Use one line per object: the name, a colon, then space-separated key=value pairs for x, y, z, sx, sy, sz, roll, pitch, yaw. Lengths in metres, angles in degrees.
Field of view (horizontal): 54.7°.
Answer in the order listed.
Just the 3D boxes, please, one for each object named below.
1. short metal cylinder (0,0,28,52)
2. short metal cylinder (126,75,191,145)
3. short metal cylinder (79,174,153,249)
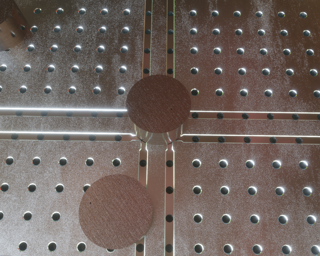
short metal cylinder: x=-0.246 y=-0.160 z=0.455 sx=0.081 sy=0.050 sz=0.080 roll=0 pitch=70 yaw=0
short metal cylinder: x=-0.002 y=-0.023 z=0.407 sx=0.081 sy=0.050 sz=0.080 roll=0 pitch=70 yaw=0
short metal cylinder: x=-0.048 y=0.098 z=0.362 sx=0.081 sy=0.050 sz=0.080 roll=0 pitch=70 yaw=0
